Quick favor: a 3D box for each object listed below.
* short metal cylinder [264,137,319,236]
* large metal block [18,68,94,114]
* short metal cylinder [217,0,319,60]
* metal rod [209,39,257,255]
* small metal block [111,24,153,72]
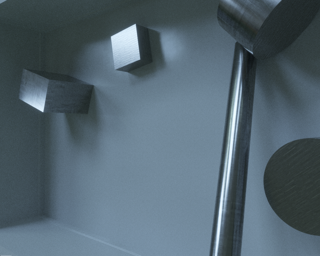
[{"bbox_3d":[0.141,0.048,0.274,0.080,0.050,0.079,0,90,39],"label":"short metal cylinder"},{"bbox_3d":[-0.171,-0.060,0.509,0.080,0.081,0.050,23,105,37],"label":"large metal block"},{"bbox_3d":[0.101,-0.111,0.287,0.080,0.081,0.050,-52,60,27],"label":"short metal cylinder"},{"bbox_3d":[0.064,0.048,0.275,0.025,0.025,0.299,-8,61,39],"label":"metal rod"},{"bbox_3d":[-0.040,-0.111,0.438,0.050,0.025,0.050,-12,82,39],"label":"small metal block"}]
